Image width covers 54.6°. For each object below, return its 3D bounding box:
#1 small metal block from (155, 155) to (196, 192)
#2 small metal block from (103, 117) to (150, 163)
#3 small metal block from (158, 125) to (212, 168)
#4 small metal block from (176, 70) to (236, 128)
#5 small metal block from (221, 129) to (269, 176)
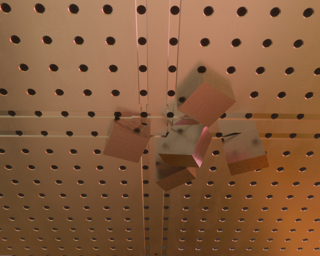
[{"bbox_3d":[0.021,0.055,0.442,0.050,0.050,0.025,-28,125,22],"label":"small metal block"},{"bbox_3d":[-0.046,0.017,0.426,0.050,0.025,0.050,16,128,-14],"label":"small metal block"},{"bbox_3d":[0.033,0.023,0.403,0.050,0.050,0.025,-1,136,37],"label":"small metal block"},{"bbox_3d":[0.056,-0.035,0.382,0.050,0.025,0.050,28,125,-22],"label":"small metal block"},{"bbox_3d":[0.115,0.033,0.424,0.050,0.050,0.025,-16,128,13],"label":"small metal block"}]
